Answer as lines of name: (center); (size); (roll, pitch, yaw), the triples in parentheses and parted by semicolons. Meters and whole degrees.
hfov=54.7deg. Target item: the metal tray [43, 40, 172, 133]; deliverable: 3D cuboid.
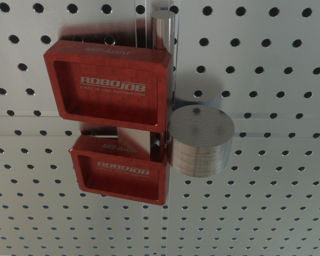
metal tray: (-0.054, -0.045, 0.346); (0.131, 0.030, 0.089); (8, 131, 9)

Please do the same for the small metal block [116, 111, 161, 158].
small metal block: (-0.027, 0.004, 0.396); (0.050, 0.025, 0.050); (22, 135, 23)

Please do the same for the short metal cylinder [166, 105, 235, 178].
short metal cylinder: (0.048, 0.015, 0.384); (0.081, 0.080, 0.050); (0, 130, 0)

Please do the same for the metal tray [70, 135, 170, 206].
metal tray: (-0.053, 0.061, 0.437); (0.131, 0.030, 0.089); (8, 131, 9)

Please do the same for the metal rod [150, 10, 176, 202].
metal rod: (0.002, 0.000, 0.406); (0.025, 0.025, 0.298); (0, 130, 0)
